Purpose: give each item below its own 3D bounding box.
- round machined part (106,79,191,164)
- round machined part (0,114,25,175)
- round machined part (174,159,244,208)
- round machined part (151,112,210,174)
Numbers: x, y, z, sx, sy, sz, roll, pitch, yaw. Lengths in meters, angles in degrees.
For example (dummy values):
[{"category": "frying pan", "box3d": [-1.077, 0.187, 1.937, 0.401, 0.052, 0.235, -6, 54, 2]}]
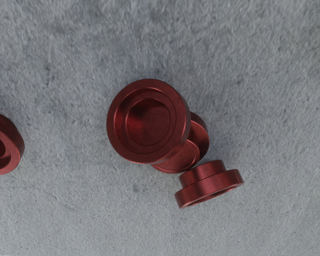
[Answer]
[{"category": "round machined part", "box3d": [-0.010, -0.006, 0.367, 0.098, 0.098, 0.042, -22, 164, 17]}, {"category": "round machined part", "box3d": [-0.228, 0.015, 0.405, 0.099, 0.042, 0.097, -1, 130, 0]}, {"category": "round machined part", "box3d": [0.066, 0.078, 0.444, 0.099, 0.042, 0.098, -19, 161, -7]}, {"category": "round machined part", "box3d": [0.017, 0.024, 0.417, 0.099, 0.042, 0.097, -1, 130, 0]}]
